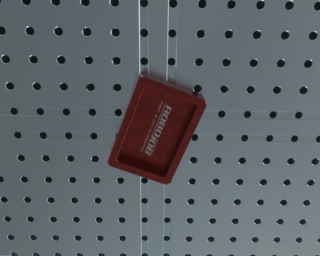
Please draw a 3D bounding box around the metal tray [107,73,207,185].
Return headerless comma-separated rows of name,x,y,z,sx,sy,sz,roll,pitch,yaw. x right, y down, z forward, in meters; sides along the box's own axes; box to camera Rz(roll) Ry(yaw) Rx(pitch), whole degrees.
metal tray,-0.006,0.003,0.411,0.090,0.030,0.129,20,109,-8
